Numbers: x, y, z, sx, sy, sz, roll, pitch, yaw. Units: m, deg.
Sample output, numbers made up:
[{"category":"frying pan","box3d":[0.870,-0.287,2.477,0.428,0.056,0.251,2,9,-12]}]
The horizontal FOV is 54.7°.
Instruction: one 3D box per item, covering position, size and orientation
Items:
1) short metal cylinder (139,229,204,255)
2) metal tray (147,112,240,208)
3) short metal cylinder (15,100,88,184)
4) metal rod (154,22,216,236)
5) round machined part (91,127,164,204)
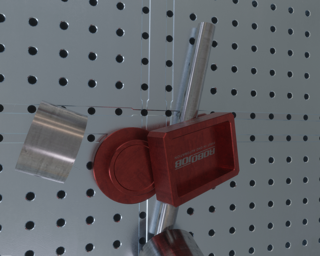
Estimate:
[{"category":"short metal cylinder","box3d":[0.018,0.176,0.391,0.081,0.050,0.079,-9,118,-18]},{"category":"metal tray","box3d":[0.049,0.035,0.400,0.131,0.030,0.089,-16,103,-39]},{"category":"short metal cylinder","box3d":[-0.118,0.016,0.340,0.050,0.080,0.080,21,83,-19]},{"category":"metal rod","box3d":[0.035,0.002,0.425,0.025,0.025,0.298,14,85,-20]},{"category":"round machined part","box3d":[-0.034,0.048,0.391,0.099,0.042,0.097,0,90,-20]}]
